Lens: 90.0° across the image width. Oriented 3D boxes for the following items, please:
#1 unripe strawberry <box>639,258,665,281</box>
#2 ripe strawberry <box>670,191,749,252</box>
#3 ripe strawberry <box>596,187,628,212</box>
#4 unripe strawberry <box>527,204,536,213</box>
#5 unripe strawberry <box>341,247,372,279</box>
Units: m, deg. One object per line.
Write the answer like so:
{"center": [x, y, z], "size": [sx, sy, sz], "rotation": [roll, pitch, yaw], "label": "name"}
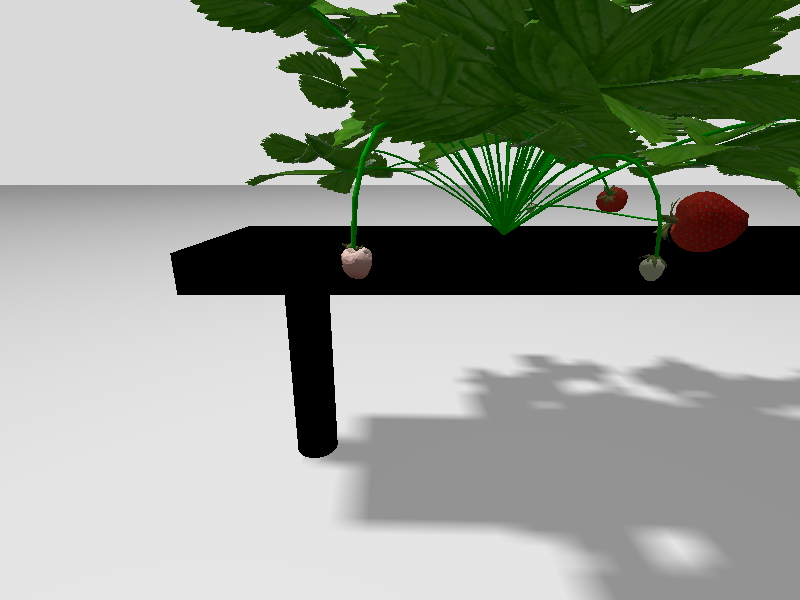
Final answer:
{"center": [0.116, -0.014, 0.185], "size": [0.011, 0.011, 0.010], "rotation": [-3, 18, -8], "label": "unripe strawberry"}
{"center": [0.214, -0.054, 0.277], "size": [0.042, 0.041, 0.039], "rotation": [10, 20, 28], "label": "ripe strawberry"}
{"center": [0.282, -0.132, 0.532], "size": [0.037, 0.031, 0.037], "rotation": [16, -4, 42], "label": "ripe strawberry"}
{"center": [0.156, -0.109, 0.477], "size": [0.011, 0.011, 0.010], "rotation": [8, 19, 24], "label": "unripe strawberry"}
{"center": [-0.018, -0.015, 0.165], "size": [0.014, 0.013, 0.013], "rotation": [10, 20, 28], "label": "unripe strawberry"}
